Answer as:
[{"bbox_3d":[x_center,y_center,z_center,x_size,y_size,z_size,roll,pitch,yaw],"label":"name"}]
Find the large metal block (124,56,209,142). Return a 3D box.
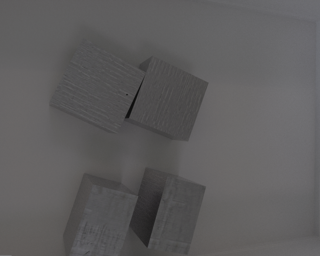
[{"bbox_3d":[0.004,-0.035,0.399,0.080,0.050,0.080,22,83,-19],"label":"large metal block"}]

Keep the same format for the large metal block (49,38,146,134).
[{"bbox_3d":[-0.075,-0.046,0.369,0.080,0.050,0.080,27,81,-18],"label":"large metal block"}]

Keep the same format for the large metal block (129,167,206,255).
[{"bbox_3d":[0.006,0.098,0.384,0.050,0.080,0.080,18,84,-19],"label":"large metal block"}]

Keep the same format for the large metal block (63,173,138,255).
[{"bbox_3d":[-0.071,0.102,0.355,0.050,0.080,0.080,20,84,-19],"label":"large metal block"}]
